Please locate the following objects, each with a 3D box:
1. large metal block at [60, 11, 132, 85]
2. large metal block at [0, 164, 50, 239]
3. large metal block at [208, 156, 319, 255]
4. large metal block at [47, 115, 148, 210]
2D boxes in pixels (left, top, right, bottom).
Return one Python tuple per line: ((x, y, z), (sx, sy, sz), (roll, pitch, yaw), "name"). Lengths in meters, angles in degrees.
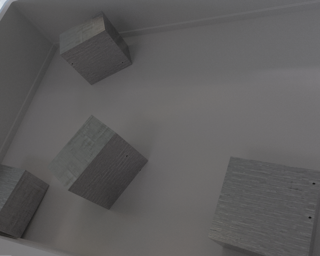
((-0.103, -0.127, 0.503), (0.080, 0.080, 0.050), (-24, 53, 13), "large metal block")
((-0.220, 0.100, 0.439), (0.080, 0.050, 0.080), (5, 58, 30), "large metal block")
((0.101, 0.079, 0.289), (0.080, 0.050, 0.080), (7, 65, 31), "large metal block")
((-0.073, 0.044, 0.382), (0.050, 0.080, 0.080), (32, 80, 38), "large metal block")
